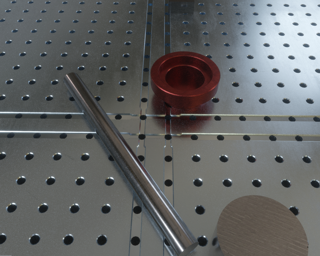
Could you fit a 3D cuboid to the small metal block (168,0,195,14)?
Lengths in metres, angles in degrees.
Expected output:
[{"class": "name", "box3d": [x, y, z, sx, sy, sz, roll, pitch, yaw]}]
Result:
[{"class": "small metal block", "box3d": [0.042, -0.255, 0.622, 0.050, 0.025, 0.050, 1, 50, 0]}]

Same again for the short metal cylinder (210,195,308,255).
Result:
[{"class": "short metal cylinder", "box3d": [0.092, 0.113, 0.298, 0.081, 0.050, 0.080, 0, 50, 0]}]

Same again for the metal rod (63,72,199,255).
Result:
[{"class": "metal rod", "box3d": [-0.053, 0.024, 0.386, 0.025, 0.025, 0.300, -26, 55, -21]}]

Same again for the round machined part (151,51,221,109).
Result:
[{"class": "round machined part", "box3d": [0.036, -0.066, 0.452, 0.099, 0.042, 0.098, 0, 50, 0]}]
